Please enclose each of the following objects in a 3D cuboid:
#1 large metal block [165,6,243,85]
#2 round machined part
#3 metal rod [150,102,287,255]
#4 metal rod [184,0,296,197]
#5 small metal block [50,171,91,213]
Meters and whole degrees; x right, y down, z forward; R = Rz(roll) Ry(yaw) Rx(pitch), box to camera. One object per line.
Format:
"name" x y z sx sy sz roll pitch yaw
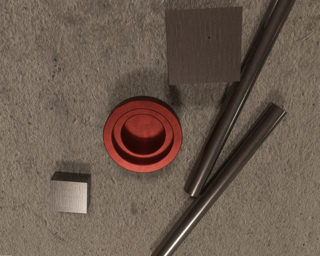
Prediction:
"large metal block" 0.049 -0.097 0.362 0.081 0.050 0.079 -3 110 0
"round machined part" -0.021 0.005 0.402 0.099 0.042 0.097 0 110 -1
"metal rod" 0.075 0.091 0.444 0.025 0.025 0.299 31 107 -11
"metal rod" 0.099 -0.040 0.396 0.025 0.025 0.298 20 109 -8
"small metal block" -0.127 0.092 0.442 0.050 0.025 0.050 5 110 -3
